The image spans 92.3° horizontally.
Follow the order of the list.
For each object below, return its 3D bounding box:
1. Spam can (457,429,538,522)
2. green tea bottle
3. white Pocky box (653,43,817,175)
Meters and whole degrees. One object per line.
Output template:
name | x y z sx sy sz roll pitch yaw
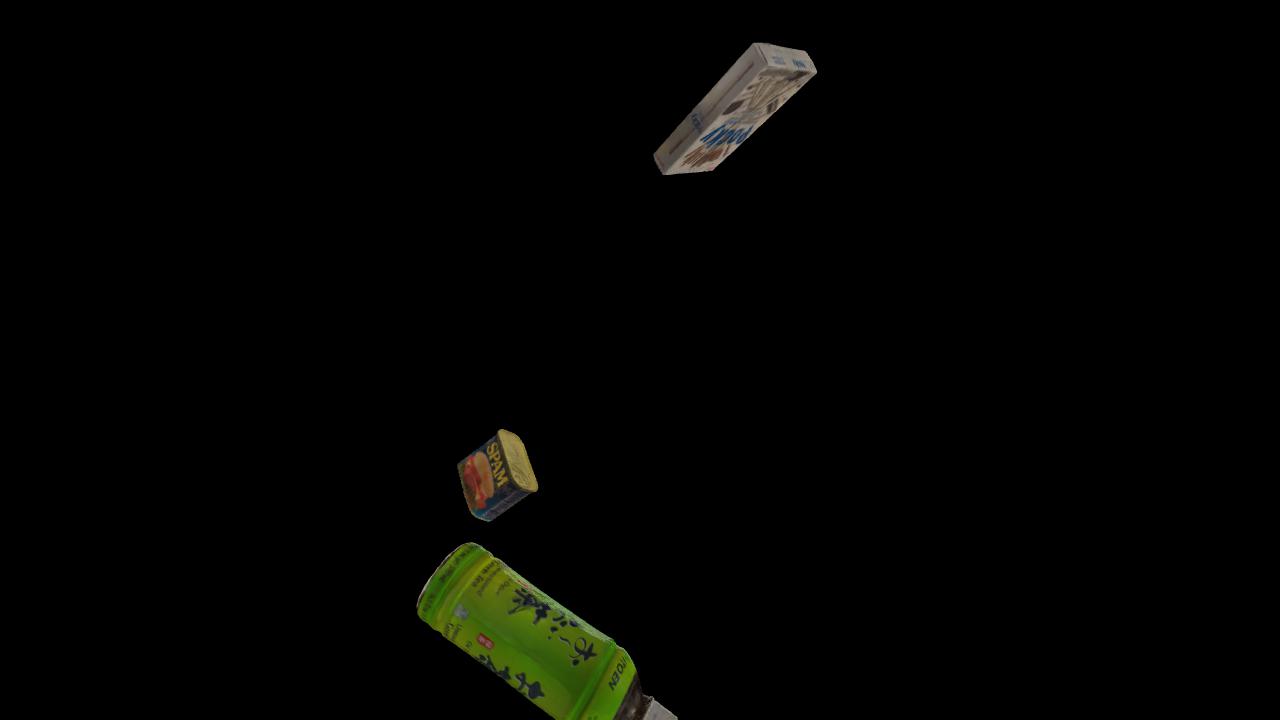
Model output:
Spam can | -0.203 0.164 0.871 0.085 0.101 0.058 -36 -36 12
green tea bottle | -0.068 0.224 0.472 0.212 0.073 0.073 29 5 9
white Pocky box | 0.088 -0.237 0.595 0.084 0.028 0.154 -20 -10 -41
